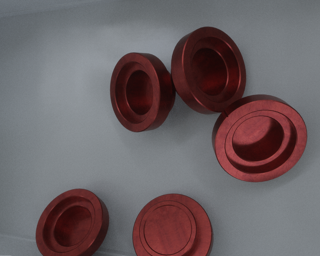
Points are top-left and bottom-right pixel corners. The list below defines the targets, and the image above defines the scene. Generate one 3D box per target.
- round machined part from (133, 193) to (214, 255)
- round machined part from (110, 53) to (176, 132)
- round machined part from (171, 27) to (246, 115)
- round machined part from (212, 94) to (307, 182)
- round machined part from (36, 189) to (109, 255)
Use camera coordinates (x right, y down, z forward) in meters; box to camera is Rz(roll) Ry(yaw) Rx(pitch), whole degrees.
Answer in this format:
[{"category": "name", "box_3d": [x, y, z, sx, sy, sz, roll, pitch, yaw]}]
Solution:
[{"category": "round machined part", "box_3d": [0.014, 0.126, 0.374, 0.098, 0.042, 0.098, -6, 59, 11]}, {"category": "round machined part", "box_3d": [-0.018, -0.045, 0.394, 0.098, 0.042, 0.097, 10, 104, 46]}, {"category": "round machined part", "box_3d": [0.052, -0.064, 0.364, 0.042, 0.099, 0.097, -9, 86, 55]}, {"category": "round machined part", "box_3d": [0.107, 0.008, 0.349, 0.099, 0.042, 0.097, 0, 113, -1]}, {"category": "round machined part", "box_3d": [-0.115, 0.137, 0.426, 0.098, 0.042, 0.098, -10, 52, 14]}]
